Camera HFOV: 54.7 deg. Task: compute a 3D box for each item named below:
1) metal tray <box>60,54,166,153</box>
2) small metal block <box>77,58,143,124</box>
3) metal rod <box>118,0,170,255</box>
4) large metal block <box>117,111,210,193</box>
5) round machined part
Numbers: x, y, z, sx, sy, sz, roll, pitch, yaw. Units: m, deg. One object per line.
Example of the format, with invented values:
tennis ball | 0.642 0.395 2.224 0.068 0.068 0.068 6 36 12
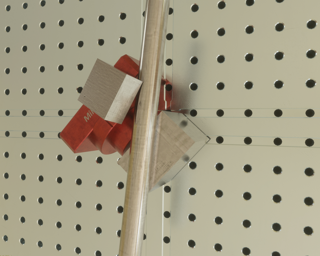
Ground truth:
metal tray | -0.057 -0.027 0.397 0.030 0.090 0.130 45 104 14
small metal block | -0.053 -0.039 0.326 0.050 0.025 0.050 33 99 36
metal rod | -0.018 0.011 0.333 0.025 0.025 0.298 7 92 19
large metal block | 0.007 0.027 0.377 0.050 0.080 0.080 45 104 14
round machined part | -0.035 -0.001 0.389 0.042 0.098 0.098 44 103 14
